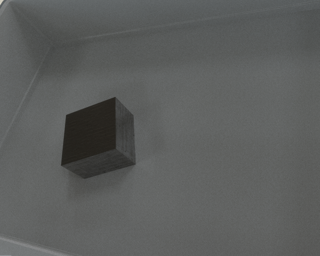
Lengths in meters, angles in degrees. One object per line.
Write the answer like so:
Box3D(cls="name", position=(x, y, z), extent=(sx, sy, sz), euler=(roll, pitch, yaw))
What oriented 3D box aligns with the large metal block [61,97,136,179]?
Box3D(cls="large metal block", position=(-0.082, 0.015, 0.422), extent=(0.080, 0.050, 0.080), euler=(-18, 55, 17))
